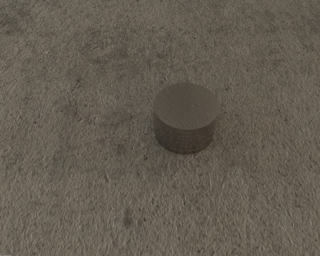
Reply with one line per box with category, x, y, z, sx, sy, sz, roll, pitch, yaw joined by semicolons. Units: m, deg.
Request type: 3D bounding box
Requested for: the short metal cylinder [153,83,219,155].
short metal cylinder;0.032;-0.013;0.398;0.080;0.050;0.080;0;50;0
